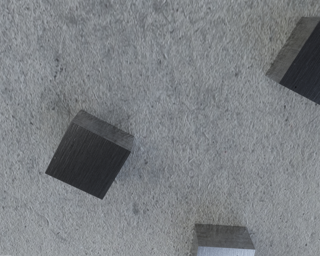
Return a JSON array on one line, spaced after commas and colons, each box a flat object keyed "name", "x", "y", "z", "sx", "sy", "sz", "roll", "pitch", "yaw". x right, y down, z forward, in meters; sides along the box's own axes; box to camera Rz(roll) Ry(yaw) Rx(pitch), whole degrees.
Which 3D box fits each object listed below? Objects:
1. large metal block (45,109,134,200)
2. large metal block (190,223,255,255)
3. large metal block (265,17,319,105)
[{"name": "large metal block", "x": -0.090, "y": 0.034, "z": 0.408, "sx": 0.080, "sy": 0.050, "sz": 0.080, "roll": 28, "pitch": 108, "yaw": -10}, {"name": "large metal block", "x": 0.090, "y": 0.196, "z": 0.469, "sx": 0.081, "sy": 0.050, "sz": 0.079, "roll": 4, "pitch": 110, "yaw": -2}, {"name": "large metal block", "x": 0.189, "y": -0.076, "z": 0.370, "sx": 0.080, "sy": 0.050, "sz": 0.080, "roll": 25, "pitch": 108, "yaw": -9}]
